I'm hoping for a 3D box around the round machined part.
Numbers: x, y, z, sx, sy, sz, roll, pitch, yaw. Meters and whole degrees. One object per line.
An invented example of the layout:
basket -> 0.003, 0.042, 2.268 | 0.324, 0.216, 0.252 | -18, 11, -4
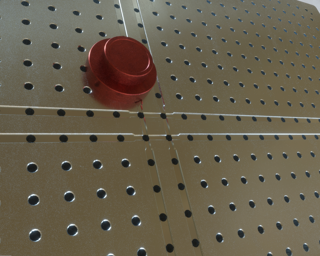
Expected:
round machined part -> -0.048, -0.087, 0.425 | 0.099, 0.042, 0.098 | 14, 56, -21
